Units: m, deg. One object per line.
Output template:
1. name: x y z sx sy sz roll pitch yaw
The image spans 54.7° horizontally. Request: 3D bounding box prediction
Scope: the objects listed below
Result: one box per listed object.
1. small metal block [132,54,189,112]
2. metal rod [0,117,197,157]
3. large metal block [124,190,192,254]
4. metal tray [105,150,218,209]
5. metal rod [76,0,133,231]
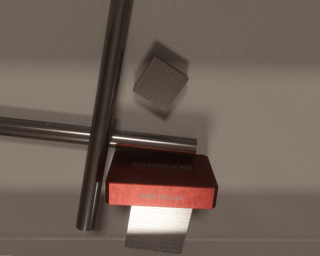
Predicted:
1. small metal block: 0.001 -0.057 0.390 0.050 0.025 0.050 31 107 -11
2. metal rod: -0.102 0.010 0.413 0.302 0.025 0.025 7 110 -3
3. large metal block: -0.003 0.127 0.445 0.081 0.050 0.079 9 110 -4
4. metal tray: 0.002 0.064 0.400 0.131 0.090 0.030 3 110 -2
5. metal rod: -0.070 -0.013 0.383 0.025 0.025 0.298 10 101 -4
